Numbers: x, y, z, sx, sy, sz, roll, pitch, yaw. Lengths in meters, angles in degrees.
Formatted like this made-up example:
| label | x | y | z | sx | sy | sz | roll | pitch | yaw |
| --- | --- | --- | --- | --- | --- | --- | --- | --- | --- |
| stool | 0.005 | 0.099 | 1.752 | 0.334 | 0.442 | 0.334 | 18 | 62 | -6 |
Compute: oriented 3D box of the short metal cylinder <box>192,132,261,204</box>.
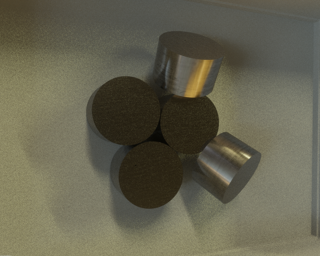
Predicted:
| label | x | y | z | sx | sy | sz | roll | pitch | yaw |
| --- | --- | --- | --- | --- | --- | --- | --- | --- | --- |
| short metal cylinder | 0.088 | 0.052 | 0.408 | 0.080 | 0.050 | 0.080 | -35 | 145 | -29 |

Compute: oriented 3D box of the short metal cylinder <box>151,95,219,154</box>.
| label | x | y | z | sx | sy | sz | roll | pitch | yaw |
| --- | --- | --- | --- | --- | --- | --- | --- | --- | --- |
| short metal cylinder | 0.029 | -0.007 | 0.407 | 0.081 | 0.050 | 0.079 | 0 | 90 | -21 |

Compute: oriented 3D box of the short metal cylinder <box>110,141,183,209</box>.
| label | x | y | z | sx | sy | sz | roll | pitch | yaw |
| --- | --- | --- | --- | --- | --- | --- | --- | --- | --- |
| short metal cylinder | -0.018 | 0.055 | 0.390 | 0.081 | 0.050 | 0.079 | 0 | 90 | -21 |

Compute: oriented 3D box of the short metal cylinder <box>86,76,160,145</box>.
| label | x | y | z | sx | sy | sz | roll | pitch | yaw |
| --- | --- | --- | --- | --- | --- | --- | --- | --- | --- |
| short metal cylinder | -0.046 | -0.020 | 0.379 | 0.081 | 0.050 | 0.079 | 0 | 90 | -21 |

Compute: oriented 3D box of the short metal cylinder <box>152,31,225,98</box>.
| label | x | y | z | sx | sy | sz | roll | pitch | yaw |
| --- | --- | --- | --- | --- | --- | --- | --- | --- | --- |
| short metal cylinder | 0.034 | -0.081 | 0.386 | 0.081 | 0.080 | 0.050 | -3 | 130 | -20 |
